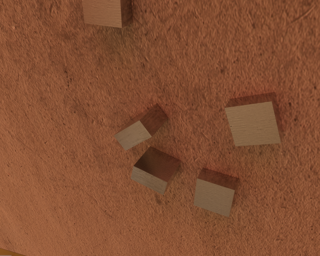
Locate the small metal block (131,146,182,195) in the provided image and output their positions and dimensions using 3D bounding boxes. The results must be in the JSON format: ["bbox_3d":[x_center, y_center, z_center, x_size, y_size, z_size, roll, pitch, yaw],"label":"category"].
[{"bbox_3d":[-0.005,0.058,0.429,0.050,0.050,0.025,24,127,13],"label":"small metal block"}]

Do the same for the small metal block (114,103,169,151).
[{"bbox_3d":[-0.024,-0.002,0.402,0.050,0.050,0.025,-29,103,37],"label":"small metal block"}]

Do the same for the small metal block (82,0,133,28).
[{"bbox_3d":[-0.060,-0.144,0.349,0.050,0.025,0.050,14,124,20],"label":"small metal block"}]

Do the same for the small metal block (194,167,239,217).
[{"bbox_3d":[0.076,0.087,0.421,0.050,0.025,0.050,15,125,19],"label":"small metal block"}]

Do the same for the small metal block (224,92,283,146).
[{"bbox_3d":[0.106,-0.009,0.346,0.050,0.025,0.050,-7,115,31],"label":"small metal block"}]
